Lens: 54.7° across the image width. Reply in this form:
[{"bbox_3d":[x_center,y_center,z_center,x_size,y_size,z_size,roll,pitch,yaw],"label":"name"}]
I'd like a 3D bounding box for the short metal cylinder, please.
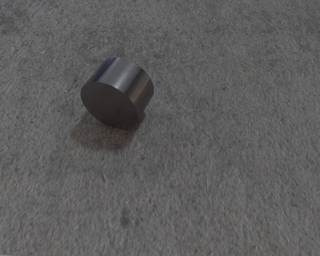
[{"bbox_3d":[-0.055,-0.044,0.404,0.080,0.080,0.050,17,52,13],"label":"short metal cylinder"}]
